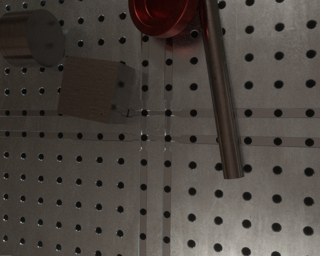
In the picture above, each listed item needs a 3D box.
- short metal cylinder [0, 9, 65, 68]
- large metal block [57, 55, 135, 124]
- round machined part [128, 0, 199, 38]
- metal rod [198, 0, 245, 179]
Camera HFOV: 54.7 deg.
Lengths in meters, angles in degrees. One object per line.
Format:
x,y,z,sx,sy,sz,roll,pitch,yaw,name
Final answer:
-0.184,-0.127,0.446,0.050,0.080,0.079,3,91,20,short metal cylinder
-0.088,-0.052,0.429,0.080,0.050,0.079,12,94,19,large metal block
0.009,-0.163,0.388,0.098,0.042,0.097,5,98,40,round machined part
0.070,-0.087,0.387,0.025,0.025,0.298,-9,87,19,metal rod
